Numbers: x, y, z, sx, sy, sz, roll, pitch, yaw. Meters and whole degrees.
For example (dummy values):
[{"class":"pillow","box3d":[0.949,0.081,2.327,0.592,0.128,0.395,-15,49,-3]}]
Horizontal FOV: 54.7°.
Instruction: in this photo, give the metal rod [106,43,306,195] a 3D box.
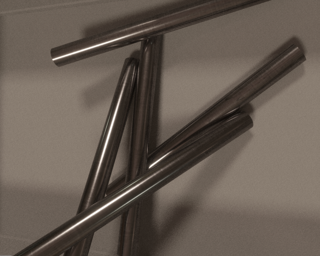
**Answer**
[{"class":"metal rod","box3d":[0.045,0.003,0.393,0.300,0.025,0.025,-38,78,15]}]

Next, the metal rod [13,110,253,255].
[{"class":"metal rod","box3d":[-0.020,0.065,0.339,0.302,0.025,0.025,-31,78,-14]}]

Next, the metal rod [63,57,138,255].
[{"class":"metal rod","box3d":[-0.069,0.046,0.370,0.025,0.025,0.299,6,67,19]}]

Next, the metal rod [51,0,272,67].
[{"class":"metal rod","box3d":[0.007,-0.130,0.382,0.301,0.025,0.025,-15,85,9]}]

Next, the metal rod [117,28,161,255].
[{"class":"metal rod","box3d":[-0.025,0.007,0.397,0.025,0.025,0.298,4,83,19]}]
